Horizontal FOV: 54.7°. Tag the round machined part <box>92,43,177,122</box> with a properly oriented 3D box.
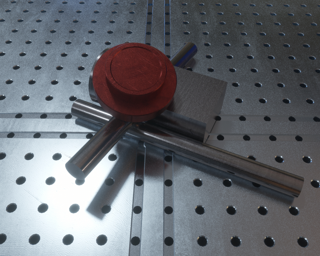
[{"bbox_3d":[-0.029,-0.059,0.361,0.099,0.042,0.098,3,70,-7],"label":"round machined part"}]

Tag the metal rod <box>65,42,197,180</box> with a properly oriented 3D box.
[{"bbox_3d":[-0.018,-0.044,0.419,0.025,0.025,0.301,22,46,17],"label":"metal rod"}]

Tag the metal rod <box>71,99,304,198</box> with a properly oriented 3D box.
[{"bbox_3d":[0.022,0.020,0.390,0.301,0.025,0.025,19,53,15],"label":"metal rod"}]

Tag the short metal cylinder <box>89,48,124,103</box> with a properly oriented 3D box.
[{"bbox_3d":[-0.053,-0.064,0.424,0.050,0.080,0.080,20,53,15],"label":"short metal cylinder"}]

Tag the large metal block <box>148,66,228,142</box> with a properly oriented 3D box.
[{"bbox_3d":[0.035,-0.030,0.413,0.080,0.050,0.080,20,53,16],"label":"large metal block"}]
